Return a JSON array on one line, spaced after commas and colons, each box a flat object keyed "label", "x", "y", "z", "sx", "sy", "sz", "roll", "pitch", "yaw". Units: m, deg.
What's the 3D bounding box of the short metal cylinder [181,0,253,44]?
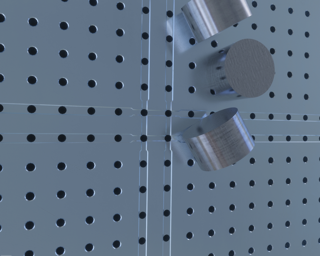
[{"label": "short metal cylinder", "x": 0.075, "y": -0.153, "z": 0.411, "sx": 0.080, "sy": 0.080, "sz": 0.050, "roll": -31, "pitch": 100, "yaw": -17}]

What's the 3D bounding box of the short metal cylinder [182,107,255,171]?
[{"label": "short metal cylinder", "x": 0.077, "y": 0.014, "z": 0.412, "sx": 0.080, "sy": 0.080, "sz": 0.050, "roll": -33, "pitch": 101, "yaw": -17}]

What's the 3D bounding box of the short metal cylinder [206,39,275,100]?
[{"label": "short metal cylinder", "x": 0.114, "y": -0.081, "z": 0.441, "sx": 0.081, "sy": 0.050, "sz": 0.079, "roll": 0, "pitch": 90, "yaw": -20}]
